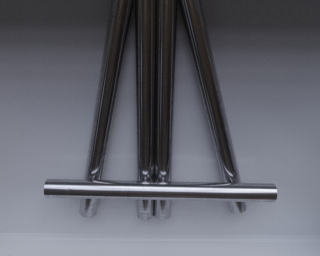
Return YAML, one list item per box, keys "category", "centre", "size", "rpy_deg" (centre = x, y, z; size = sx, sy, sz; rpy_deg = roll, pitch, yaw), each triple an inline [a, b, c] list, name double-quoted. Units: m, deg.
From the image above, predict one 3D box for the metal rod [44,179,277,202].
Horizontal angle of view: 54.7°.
- category: "metal rod"
  centre: [0.001, 0.083, 0.413]
  size: [0.302, 0.025, 0.025]
  rpy_deg: [1, 110, -1]

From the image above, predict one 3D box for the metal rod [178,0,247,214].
- category: "metal rod"
  centre: [0.074, -0.017, 0.404]
  size: [0.025, 0.025, 0.298]
  rpy_deg: [-15, 110, 5]

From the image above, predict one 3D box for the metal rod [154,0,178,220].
- category: "metal rod"
  centre: [0.006, -0.011, 0.406]
  size: [0.025, 0.025, 0.298]
  rpy_deg: [1, 110, 0]

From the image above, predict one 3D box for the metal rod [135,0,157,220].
- category: "metal rod"
  centre: [-0.019, -0.011, 0.406]
  size: [0.025, 0.025, 0.298]
  rpy_deg: [1, 110, -1]

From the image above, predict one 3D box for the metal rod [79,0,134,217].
- category: "metal rod"
  centre: [-0.074, -0.013, 0.404]
  size: [0.025, 0.025, 0.298]
  rpy_deg: [11, 110, -4]
